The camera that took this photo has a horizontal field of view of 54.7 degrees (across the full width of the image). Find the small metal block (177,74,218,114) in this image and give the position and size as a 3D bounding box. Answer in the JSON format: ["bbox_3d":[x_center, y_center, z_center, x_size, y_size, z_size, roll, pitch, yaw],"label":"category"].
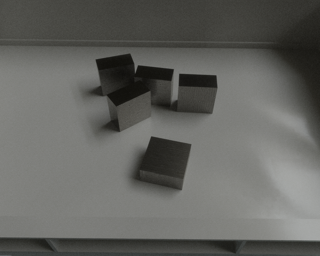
[{"bbox_3d":[0.050,-0.047,0.429,0.050,0.050,0.025,3,50,2],"label":"small metal block"}]

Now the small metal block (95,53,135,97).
[{"bbox_3d":[-0.063,-0.077,0.453,0.050,0.050,0.025,-13,52,-11],"label":"small metal block"}]

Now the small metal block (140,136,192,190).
[{"bbox_3d":[0.007,0.041,0.371,0.050,0.025,0.050,11,51,8],"label":"small metal block"}]

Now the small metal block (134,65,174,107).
[{"bbox_3d":[-0.008,-0.059,0.438,0.050,0.050,0.025,7,51,5],"label":"small metal block"}]

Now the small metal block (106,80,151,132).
[{"bbox_3d":[-0.040,-0.029,0.413,0.050,0.050,0.025,-28,56,-22],"label":"small metal block"}]
